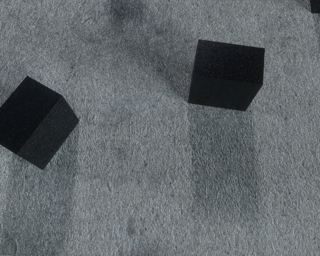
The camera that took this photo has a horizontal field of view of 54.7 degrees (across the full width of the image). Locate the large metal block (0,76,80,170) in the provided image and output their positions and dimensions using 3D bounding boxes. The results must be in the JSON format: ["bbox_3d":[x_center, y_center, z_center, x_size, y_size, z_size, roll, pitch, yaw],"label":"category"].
[{"bbox_3d":[-0.152,-0.003,0.379,0.050,0.080,0.080,29,73,10],"label":"large metal block"}]

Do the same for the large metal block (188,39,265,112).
[{"bbox_3d":[0.083,-0.065,0.403,0.080,0.080,0.050,9,71,3],"label":"large metal block"}]

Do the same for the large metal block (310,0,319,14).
[{"bbox_3d":[0.283,-0.224,0.479,0.080,0.050,0.080,4,70,1],"label":"large metal block"}]
